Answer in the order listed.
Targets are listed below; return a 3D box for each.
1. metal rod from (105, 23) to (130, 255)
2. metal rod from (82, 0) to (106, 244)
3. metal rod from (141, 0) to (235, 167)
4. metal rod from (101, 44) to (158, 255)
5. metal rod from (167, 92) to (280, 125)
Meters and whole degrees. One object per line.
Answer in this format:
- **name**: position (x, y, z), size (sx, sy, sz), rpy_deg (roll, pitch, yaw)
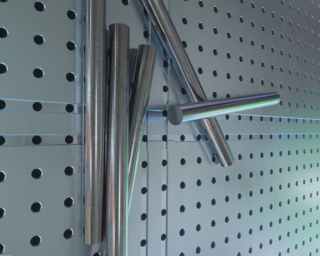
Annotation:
- **metal rod**: position (-0.048, 0.029, 0.352), size (0.025, 0.025, 0.298), rpy_deg (5, 81, -40)
- **metal rod**: position (-0.074, -0.023, 0.348), size (0.025, 0.025, 0.298), rpy_deg (0, 90, -40)
- **metal rod**: position (0.044, -0.066, 0.448), size (0.025, 0.025, 0.299), rpy_deg (-43, 116, -32)
- **metal rod**: position (-0.039, 0.044, 0.377), size (0.025, 0.025, 0.298), rpy_deg (15, 80, -39)
- **metal rod**: position (0.119, -0.036, 0.486), size (0.302, 0.025, 0.025), rpy_deg (-12, 98, -47)
